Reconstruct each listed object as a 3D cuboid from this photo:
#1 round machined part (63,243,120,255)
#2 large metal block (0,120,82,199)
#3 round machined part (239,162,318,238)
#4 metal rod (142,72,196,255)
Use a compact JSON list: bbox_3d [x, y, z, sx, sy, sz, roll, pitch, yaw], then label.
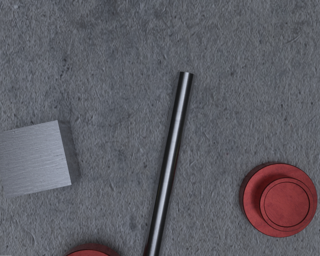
[{"bbox_3d":[-0.089,0.197,0.401,0.099,0.042,0.097,0,90,0],"label":"round machined part"},{"bbox_3d":[-0.154,0.037,0.396,0.080,0.050,0.080,-12,90,0],"label":"large metal block"},{"bbox_3d":[0.157,0.094,0.403,0.099,0.042,0.097,0,90,0],"label":"round machined part"},{"bbox_3d":[0.007,0.075,0.410,0.025,0.025,0.298,11,90,0],"label":"metal rod"}]
